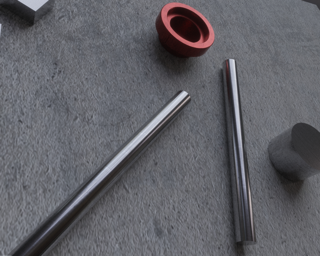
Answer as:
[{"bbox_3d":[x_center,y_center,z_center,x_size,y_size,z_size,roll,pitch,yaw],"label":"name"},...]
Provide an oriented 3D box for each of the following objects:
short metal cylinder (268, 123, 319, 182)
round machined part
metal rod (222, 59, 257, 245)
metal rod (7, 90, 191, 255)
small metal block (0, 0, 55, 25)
[{"bbox_3d":[0.219,0.038,0.485,0.081,0.050,0.080,14,56,-21],"label":"short metal cylinder"},{"bbox_3d":[0.037,-0.155,0.509,0.099,0.042,0.098,14,56,-21],"label":"round machined part"},{"bbox_3d":[0.113,0.014,0.457,0.025,0.025,0.300,17,55,-19],"label":"metal rod"},{"bbox_3d":[-0.047,0.040,0.354,0.025,0.025,0.301,43,51,1],"label":"metal rod"},{"bbox_3d":[-0.177,-0.173,0.415,0.050,0.025,0.050,31,52,-9],"label":"small metal block"}]
